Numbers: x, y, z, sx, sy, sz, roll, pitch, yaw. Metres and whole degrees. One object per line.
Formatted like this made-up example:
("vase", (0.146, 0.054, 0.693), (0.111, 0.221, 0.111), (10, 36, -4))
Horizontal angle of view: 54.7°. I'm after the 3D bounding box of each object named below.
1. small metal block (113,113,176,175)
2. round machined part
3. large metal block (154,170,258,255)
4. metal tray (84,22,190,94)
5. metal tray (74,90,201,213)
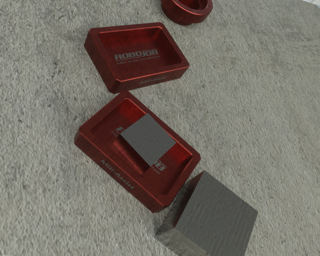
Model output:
("small metal block", (-0.018, 0.018, 0.368), (0.050, 0.025, 0.050), (47, 51, 4))
("round machined part", (0.041, -0.223, 0.554), (0.099, 0.042, 0.098), (14, 56, -21))
("large metal block", (0.054, 0.110, 0.352), (0.080, 0.050, 0.080), (38, 51, -3))
("metal tray", (-0.031, -0.106, 0.449), (0.131, 0.030, 0.090), (-19, 72, -36))
("metal tray", (-0.024, 0.025, 0.373), (0.130, 0.030, 0.090), (42, 51, 0))
